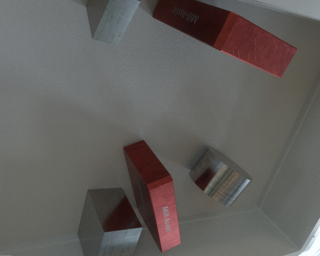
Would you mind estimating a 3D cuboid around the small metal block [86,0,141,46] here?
[{"bbox_3d":[-0.045,-0.115,0.287,0.025,0.050,0.050,7,140,-32],"label":"small metal block"}]

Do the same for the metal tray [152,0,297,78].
[{"bbox_3d":[0.059,-0.098,0.314,0.091,0.130,0.030,13,112,-34],"label":"metal tray"}]

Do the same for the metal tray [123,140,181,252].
[{"bbox_3d":[-0.010,0.092,0.419,0.030,0.090,0.129,-20,127,-17],"label":"metal tray"}]

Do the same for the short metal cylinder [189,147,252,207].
[{"bbox_3d":[0.092,0.073,0.471,0.080,0.080,0.050,27,103,-38],"label":"short metal cylinder"}]

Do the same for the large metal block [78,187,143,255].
[{"bbox_3d":[-0.072,0.139,0.422,0.050,0.080,0.079,3,117,-30],"label":"large metal block"}]
